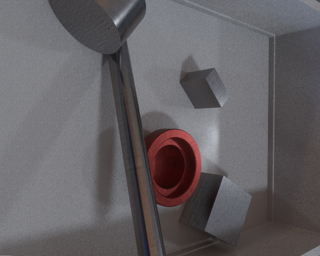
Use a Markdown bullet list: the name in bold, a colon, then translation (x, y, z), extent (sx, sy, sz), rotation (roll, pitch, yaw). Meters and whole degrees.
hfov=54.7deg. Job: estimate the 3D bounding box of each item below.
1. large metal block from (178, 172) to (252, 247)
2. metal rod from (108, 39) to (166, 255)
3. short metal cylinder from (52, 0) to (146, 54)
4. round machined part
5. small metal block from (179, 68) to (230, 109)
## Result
- **large metal block**: translation (0.085, 0.121, 0.464), extent (0.080, 0.050, 0.080), rotation (37, 67, -34)
- **metal rod**: translation (-0.024, 0.035, 0.315), extent (0.025, 0.025, 0.299), rotation (7, 63, -40)
- **short metal cylinder**: translation (-0.062, -0.124, 0.320), extent (0.080, 0.080, 0.050), rotation (46, 62, -31)
- **round machined part**: translation (0.005, 0.049, 0.402), extent (0.099, 0.042, 0.097), rotation (0, 90, -40)
- **small metal block**: translation (0.064, -0.056, 0.446), extent (0.025, 0.050, 0.050), rotation (-50, 120, -29)
